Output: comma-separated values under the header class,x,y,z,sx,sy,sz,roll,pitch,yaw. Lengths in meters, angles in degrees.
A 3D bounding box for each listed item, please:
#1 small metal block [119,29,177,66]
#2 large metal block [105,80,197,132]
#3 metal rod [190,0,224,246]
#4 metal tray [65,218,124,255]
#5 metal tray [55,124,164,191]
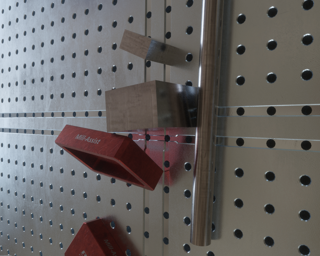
class,x,y,z,sx,sy,sz,roll,pitch,yaw
small metal block,-0.015,-0.105,0.404,0.050,0.050,0.025,31,109,35
large metal block,-0.008,-0.023,0.379,0.080,0.081,0.050,-5,87,39
metal rod,0.055,-0.013,0.362,0.025,0.025,0.298,5,93,39
metal tray,-0.091,0.219,0.479,0.130,0.030,0.089,47,118,29
metal tray,-0.070,0.039,0.422,0.130,0.090,0.030,9,61,39
